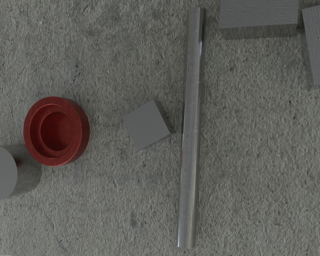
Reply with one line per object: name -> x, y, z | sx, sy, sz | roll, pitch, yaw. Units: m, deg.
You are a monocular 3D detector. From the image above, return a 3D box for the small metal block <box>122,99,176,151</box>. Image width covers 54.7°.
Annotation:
small metal block -> -0.015, -0.004, 0.413 | 0.050, 0.025, 0.050 | -29, 81, 17

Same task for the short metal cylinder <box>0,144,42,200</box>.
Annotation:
short metal cylinder -> -0.231, 0.066, 0.475 | 0.080, 0.050, 0.079 | 0, 90, 19

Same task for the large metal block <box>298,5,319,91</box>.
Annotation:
large metal block -> 0.197, -0.088, 0.327 | 0.080, 0.050, 0.080 | -9, 87, 19

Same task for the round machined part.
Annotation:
round machined part -> -0.144, 0.005, 0.449 | 0.098, 0.042, 0.097 | 0, 90, 19

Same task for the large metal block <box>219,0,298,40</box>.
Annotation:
large metal block -> 0.114, -0.149, 0.355 | 0.080, 0.050, 0.079 | 3, 91, 19

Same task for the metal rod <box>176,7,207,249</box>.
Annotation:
metal rod -> 0.040, 0.001, 0.394 | 0.025, 0.025, 0.298 | 3, 91, 19
